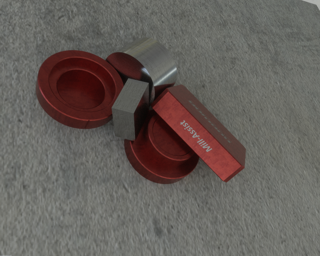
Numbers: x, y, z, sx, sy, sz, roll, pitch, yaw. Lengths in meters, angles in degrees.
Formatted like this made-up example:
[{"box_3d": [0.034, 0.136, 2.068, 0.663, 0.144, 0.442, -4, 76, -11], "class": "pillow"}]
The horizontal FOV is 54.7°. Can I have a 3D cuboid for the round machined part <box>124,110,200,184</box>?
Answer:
[{"box_3d": [0.008, 0.017, 0.390, 0.099, 0.042, 0.098, 14, 56, -21], "class": "round machined part"}]

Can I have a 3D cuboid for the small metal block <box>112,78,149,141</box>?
[{"box_3d": [-0.033, -0.021, 0.363, 0.025, 0.050, 0.050, 15, 52, 9], "class": "small metal block"}]

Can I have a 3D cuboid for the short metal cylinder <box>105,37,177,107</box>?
[{"box_3d": [-0.025, -0.070, 0.401, 0.080, 0.080, 0.050, 44, 51, 2], "class": "short metal cylinder"}]

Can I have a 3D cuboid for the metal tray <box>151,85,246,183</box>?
[{"box_3d": [0.055, 0.001, 0.404, 0.130, 0.030, 0.090, 46, 19, 3], "class": "metal tray"}]

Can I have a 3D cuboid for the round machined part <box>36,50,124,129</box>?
[{"box_3d": [-0.095, -0.041, 0.369, 0.099, 0.042, 0.098, 14, 56, -21], "class": "round machined part"}]
